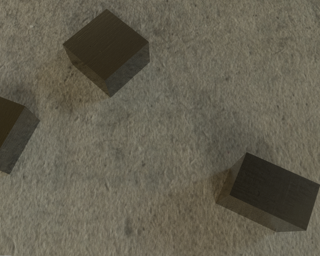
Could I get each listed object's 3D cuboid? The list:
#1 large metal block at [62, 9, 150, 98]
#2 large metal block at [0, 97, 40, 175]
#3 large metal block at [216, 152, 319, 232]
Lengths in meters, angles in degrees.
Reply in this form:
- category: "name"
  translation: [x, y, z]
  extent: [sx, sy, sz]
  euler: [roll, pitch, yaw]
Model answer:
- category: "large metal block"
  translation: [-0.072, -0.104, 0.432]
  extent: [0.080, 0.050, 0.080]
  euler: [41, 75, 13]
- category: "large metal block"
  translation: [-0.216, 0.003, 0.391]
  extent: [0.080, 0.050, 0.080]
  euler: [20, 71, 7]
- category: "large metal block"
  translation: [0.117, 0.076, 0.353]
  extent: [0.080, 0.080, 0.050]
  euler: [24, 72, 8]
